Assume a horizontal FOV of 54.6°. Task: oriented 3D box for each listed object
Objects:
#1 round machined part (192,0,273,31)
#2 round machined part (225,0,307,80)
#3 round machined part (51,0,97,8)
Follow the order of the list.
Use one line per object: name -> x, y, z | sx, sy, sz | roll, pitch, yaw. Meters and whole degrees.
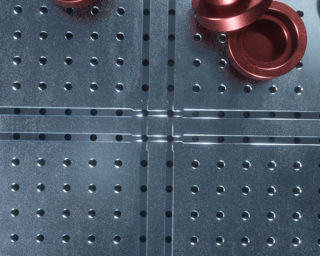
round machined part -> 0.085, -0.170, 0.380 | 0.098, 0.042, 0.098 | -12, 56, 20
round machined part -> 0.134, -0.111, 0.406 | 0.099, 0.042, 0.097 | 0, 90, 0
round machined part -> -0.111, -0.205, 0.404 | 0.099, 0.042, 0.097 | 0, 90, 0
